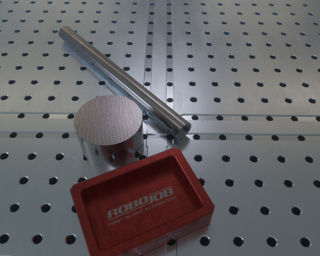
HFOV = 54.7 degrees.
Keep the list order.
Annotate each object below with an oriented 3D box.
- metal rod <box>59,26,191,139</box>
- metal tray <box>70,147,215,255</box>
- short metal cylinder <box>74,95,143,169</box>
[{"bbox_3d":[-0.068,-0.082,0.475,0.025,0.025,0.300,-34,58,-25],"label":"metal rod"},{"bbox_3d":[-0.020,0.082,0.334,0.131,0.030,0.090,-19,53,-16],"label":"metal tray"},{"bbox_3d":[-0.061,0.004,0.387,0.081,0.050,0.080,0,50,0],"label":"short metal cylinder"}]
